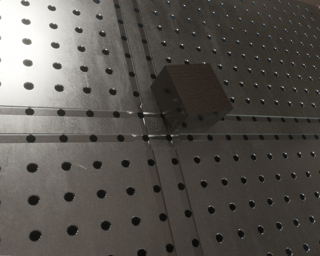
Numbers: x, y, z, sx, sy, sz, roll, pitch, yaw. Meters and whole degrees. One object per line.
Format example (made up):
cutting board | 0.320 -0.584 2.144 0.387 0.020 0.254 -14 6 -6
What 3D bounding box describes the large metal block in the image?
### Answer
large metal block | 0.045 -0.044 0.445 0.081 0.050 0.080 -10 67 -33
